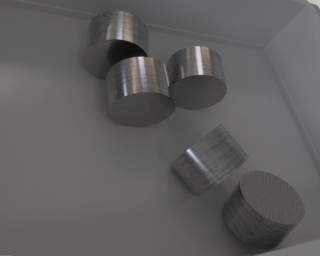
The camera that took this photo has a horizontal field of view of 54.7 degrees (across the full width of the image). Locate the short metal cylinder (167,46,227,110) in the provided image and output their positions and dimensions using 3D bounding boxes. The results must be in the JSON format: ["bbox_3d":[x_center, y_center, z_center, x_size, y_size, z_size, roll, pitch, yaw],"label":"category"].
[{"bbox_3d":[0.051,-0.069,0.439,0.081,0.080,0.050,12,57,-22],"label":"short metal cylinder"}]

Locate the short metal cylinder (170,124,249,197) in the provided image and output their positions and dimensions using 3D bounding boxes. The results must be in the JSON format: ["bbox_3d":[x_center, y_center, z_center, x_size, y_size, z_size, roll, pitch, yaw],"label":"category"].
[{"bbox_3d":[0.060,0.039,0.379,0.081,0.080,0.050,-32,80,-38],"label":"short metal cylinder"}]

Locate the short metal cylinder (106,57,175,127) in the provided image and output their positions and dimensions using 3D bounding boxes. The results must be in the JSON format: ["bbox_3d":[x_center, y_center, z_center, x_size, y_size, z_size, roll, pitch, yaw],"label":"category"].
[{"bbox_3d":[-0.025,-0.042,0.383,0.081,0.080,0.050,5,60,-26],"label":"short metal cylinder"}]

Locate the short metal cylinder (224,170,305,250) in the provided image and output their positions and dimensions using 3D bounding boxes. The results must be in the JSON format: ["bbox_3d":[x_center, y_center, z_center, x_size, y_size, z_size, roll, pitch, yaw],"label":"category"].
[{"bbox_3d":[0.126,0.099,0.380,0.081,0.050,0.080,13,36,-9],"label":"short metal cylinder"}]

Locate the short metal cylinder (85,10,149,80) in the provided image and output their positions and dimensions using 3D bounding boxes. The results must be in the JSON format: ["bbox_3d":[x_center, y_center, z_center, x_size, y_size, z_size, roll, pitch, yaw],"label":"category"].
[{"bbox_3d":[-0.055,-0.104,0.404,0.081,0.080,0.050,11,57,-22],"label":"short metal cylinder"}]
